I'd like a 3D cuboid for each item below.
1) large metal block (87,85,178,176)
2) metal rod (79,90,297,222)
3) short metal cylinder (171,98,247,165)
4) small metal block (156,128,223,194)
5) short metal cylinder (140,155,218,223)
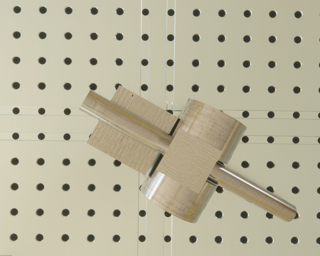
[{"bbox_3d":[-0.033,0.003,0.395,0.080,0.050,0.080,29,90,0],"label":"large metal block"},{"bbox_3d":[0.046,0.041,0.371,0.301,0.025,0.025,30,90,-16],"label":"metal rod"},{"bbox_3d":[0.059,0.004,0.383,0.080,0.080,0.050,28,90,0],"label":"short metal cylinder"},{"bbox_3d":[0.031,0.035,0.331,0.050,0.025,0.050,29,90,8],"label":"small metal block"},{"bbox_3d":[0.023,0.072,0.382,0.080,0.080,0.050,30,90,0],"label":"short metal cylinder"}]
